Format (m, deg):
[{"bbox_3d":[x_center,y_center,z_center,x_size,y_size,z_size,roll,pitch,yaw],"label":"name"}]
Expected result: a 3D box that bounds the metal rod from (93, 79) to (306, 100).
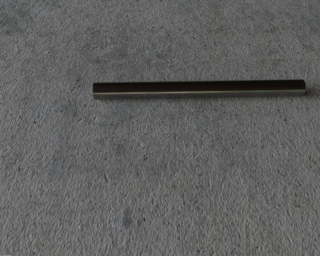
[{"bbox_3d":[0.056,-0.056,0.450,0.302,0.025,0.025,-1,50,-1],"label":"metal rod"}]
